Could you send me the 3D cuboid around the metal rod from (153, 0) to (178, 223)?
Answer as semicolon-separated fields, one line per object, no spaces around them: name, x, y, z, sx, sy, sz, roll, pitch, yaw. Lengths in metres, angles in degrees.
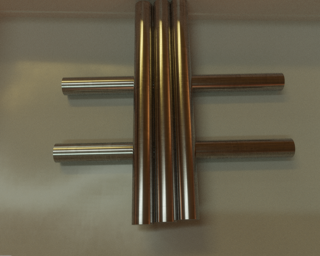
metal rod;0.005;-0.036;0.394;0.025;0.025;0.299;-1;70;0

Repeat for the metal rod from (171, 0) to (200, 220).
metal rod;0.029;-0.038;0.395;0.025;0.025;0.299;-1;70;0

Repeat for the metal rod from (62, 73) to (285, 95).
metal rod;0.019;-0.061;0.431;0.302;0.025;0.025;-1;70;-1

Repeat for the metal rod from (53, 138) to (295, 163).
metal rod;0.018;0.029;0.398;0.302;0.025;0.025;-1;70;-1

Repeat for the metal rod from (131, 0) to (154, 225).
metal rod;-0.021;-0.034;0.393;0.025;0.025;0.299;-1;70;0
